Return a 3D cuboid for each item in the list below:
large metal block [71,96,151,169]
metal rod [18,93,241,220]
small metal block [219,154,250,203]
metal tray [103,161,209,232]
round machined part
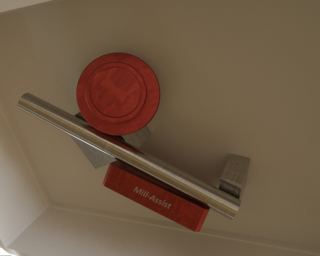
[{"bbox_3d":[-0.074,0.001,0.428,0.080,0.050,0.080,-25,105,36],"label":"large metal block"},{"bbox_3d":[-0.046,0.029,0.381,0.301,0.025,0.025,26,127,11],"label":"metal rod"},{"bbox_3d":[0.091,0.069,0.384,0.025,0.050,0.050,14,124,20],"label":"small metal block"},{"bbox_3d":[0.003,0.079,0.406,0.130,0.090,0.030,24,100,13],"label":"metal tray"},{"bbox_3d":[-0.049,-0.040,0.362,0.099,0.042,0.097,0,91,-1],"label":"round machined part"}]
